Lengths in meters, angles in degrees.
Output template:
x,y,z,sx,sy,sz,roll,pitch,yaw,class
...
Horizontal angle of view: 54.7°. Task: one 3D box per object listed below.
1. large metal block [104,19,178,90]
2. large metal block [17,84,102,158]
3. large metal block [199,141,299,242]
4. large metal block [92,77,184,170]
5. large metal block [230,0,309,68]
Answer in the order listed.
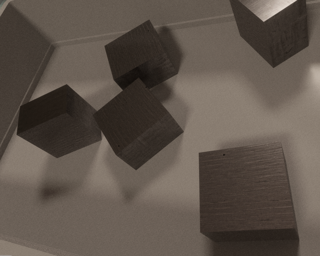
x,y,z,sx,sy,sz,roll,pitch,yaw,class
-0.030,-0.103,0.467,0.080,0.050,0.080,-28,52,10,large metal block
-0.142,-0.007,0.447,0.080,0.080,0.050,-22,54,15,large metal block
0.085,0.065,0.305,0.080,0.050,0.080,-10,57,22,large metal block
-0.030,-0.006,0.408,0.080,0.050,0.080,-39,51,1,large metal block
0.134,-0.136,0.383,0.050,0.080,0.080,-33,52,7,large metal block
